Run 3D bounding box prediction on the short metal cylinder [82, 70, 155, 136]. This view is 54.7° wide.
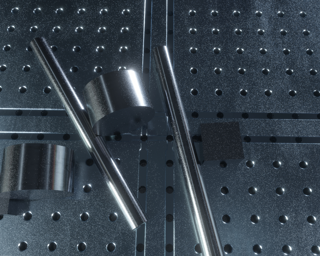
[{"bbox_3d":[-0.052,-0.030,0.393,0.080,0.080,0.050,-18,71,-6],"label":"short metal cylinder"}]

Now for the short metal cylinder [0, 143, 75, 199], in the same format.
[{"bbox_3d":[-0.142,0.053,0.362,0.081,0.080,0.050,-3,70,-1],"label":"short metal cylinder"}]

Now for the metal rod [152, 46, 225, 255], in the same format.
[{"bbox_3d":[0.033,0.025,0.402,0.025,0.025,0.299,-12,70,-4],"label":"metal rod"}]

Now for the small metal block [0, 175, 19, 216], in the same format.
[{"bbox_3d":[-0.204,0.082,0.380,0.050,0.025,0.050,-2,70,-1],"label":"small metal block"}]

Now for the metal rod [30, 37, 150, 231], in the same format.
[{"bbox_3d":[-0.101,-0.004,0.412,0.025,0.025,0.299,-30,73,-10],"label":"metal rod"}]

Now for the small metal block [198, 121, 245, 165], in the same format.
[{"bbox_3d":[0.079,0.020,0.405,0.050,0.025,0.050,-3,70,-2],"label":"small metal block"}]
